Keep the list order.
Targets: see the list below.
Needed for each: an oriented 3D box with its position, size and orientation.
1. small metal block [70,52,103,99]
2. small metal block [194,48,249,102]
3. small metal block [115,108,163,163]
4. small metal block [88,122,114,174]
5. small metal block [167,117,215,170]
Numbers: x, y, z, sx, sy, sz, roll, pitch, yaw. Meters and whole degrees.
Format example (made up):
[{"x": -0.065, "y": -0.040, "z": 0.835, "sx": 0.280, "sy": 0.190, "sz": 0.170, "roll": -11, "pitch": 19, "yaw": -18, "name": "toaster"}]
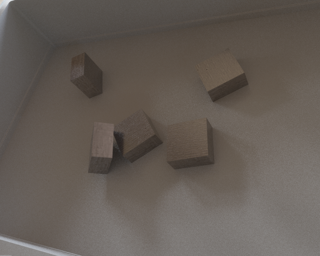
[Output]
[{"x": -0.118, "y": -0.085, "z": 0.501, "sx": 0.025, "sy": 0.050, "sz": 0.050, "roll": -19, "pitch": 55, "yaw": 17, "name": "small metal block"}, {"x": 0.080, "y": -0.069, "z": 0.406, "sx": 0.050, "sy": 0.025, "sz": 0.050, "roll": -27, "pitch": 53, "yaw": 11, "name": "small metal block"}, {"x": -0.031, "y": 0.010, "z": 0.415, "sx": 0.050, "sy": 0.025, "sz": 0.050, "roll": -34, "pitch": 52, "yaw": 6, "name": "small metal block"}, {"x": -0.078, "y": 0.027, "z": 0.410, "sx": 0.025, "sy": 0.050, "sz": 0.050, "roll": 7, "pitch": 56, "yaw": -15, "name": "small metal block"}, {"x": 0.037, "y": 0.019, "z": 0.374, "sx": 0.050, "sy": 0.025, "sz": 0.050, "roll": -11, "pitch": 57, "yaw": 21, "name": "small metal block"}]
